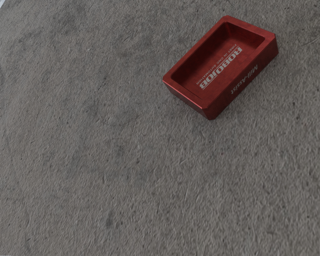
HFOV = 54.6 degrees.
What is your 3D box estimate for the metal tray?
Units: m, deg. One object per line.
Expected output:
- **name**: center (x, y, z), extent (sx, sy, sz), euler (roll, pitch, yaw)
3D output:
- **metal tray**: center (0.078, -0.083, 0.411), extent (0.130, 0.030, 0.090), euler (-46, 51, -4)
